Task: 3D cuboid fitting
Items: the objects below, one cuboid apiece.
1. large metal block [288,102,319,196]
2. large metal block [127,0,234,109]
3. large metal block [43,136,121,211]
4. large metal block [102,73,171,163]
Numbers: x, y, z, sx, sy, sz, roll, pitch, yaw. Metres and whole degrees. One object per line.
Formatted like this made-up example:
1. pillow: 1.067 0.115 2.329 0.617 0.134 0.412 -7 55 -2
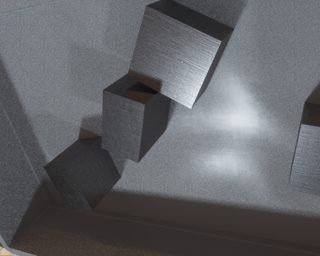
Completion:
1. large metal block: 0.181 0.026 0.313 0.080 0.050 0.079 11 123 22
2. large metal block: 0.020 -0.080 0.332 0.080 0.050 0.079 29 128 10
3. large metal block: -0.116 0.069 0.477 0.050 0.080 0.080 -8 115 32
4. large metal block: -0.026 -0.019 0.375 0.050 0.080 0.079 20 126 16
